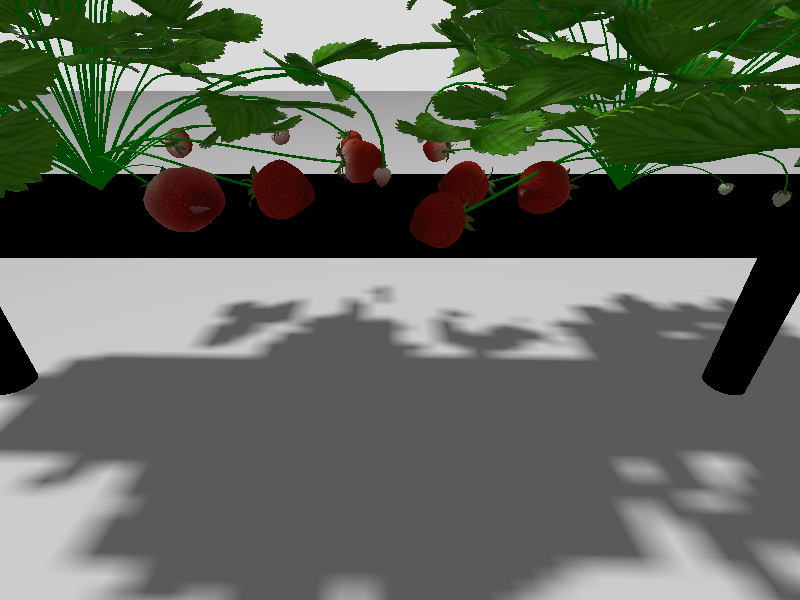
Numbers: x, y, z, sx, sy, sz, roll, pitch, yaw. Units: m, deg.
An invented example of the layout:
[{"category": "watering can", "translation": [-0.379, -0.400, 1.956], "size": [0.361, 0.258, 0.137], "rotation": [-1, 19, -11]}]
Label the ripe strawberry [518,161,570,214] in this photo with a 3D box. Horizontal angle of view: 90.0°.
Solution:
[{"category": "ripe strawberry", "translation": [0.098, -0.077, 0.280], "size": [0.037, 0.037, 0.035], "rotation": [-20, 35, -31]}]

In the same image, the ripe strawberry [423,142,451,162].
[{"category": "ripe strawberry", "translation": [0.041, -0.171, 0.452], "size": [0.031, 0.027, 0.031], "rotation": [22, 36, 35]}]

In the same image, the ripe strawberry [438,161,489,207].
[{"category": "ripe strawberry", "translation": [0.046, -0.085, 0.294], "size": [0.036, 0.031, 0.036], "rotation": [-10, 31, -17]}]

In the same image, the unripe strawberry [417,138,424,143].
[{"category": "unripe strawberry", "translation": [0.024, -0.192, 0.478], "size": [0.010, 0.010, 0.009], "rotation": [25, 38, 37]}]

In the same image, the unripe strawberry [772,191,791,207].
[{"category": "unripe strawberry", "translation": [0.284, -0.075, 0.299], "size": [0.010, 0.011, 0.011], "rotation": [15, 32, 25]}]

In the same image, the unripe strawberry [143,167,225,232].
[{"category": "unripe strawberry", "translation": [-0.126, -0.059, 0.239], "size": [0.039, 0.039, 0.043], "rotation": [23, 36, 34]}]

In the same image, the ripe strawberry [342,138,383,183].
[{"category": "ripe strawberry", "translation": [-0.033, -0.123, 0.356], "size": [0.037, 0.039, 0.034], "rotation": [-2, 29, -5]}]

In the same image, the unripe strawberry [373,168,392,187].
[{"category": "unripe strawberry", "translation": [-0.014, -0.100, 0.327], "size": [0.015, 0.015, 0.014], "rotation": [2, 29, 3]}]

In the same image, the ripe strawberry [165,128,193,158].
[{"category": "ripe strawberry", "translation": [-0.261, -0.187, 0.476], "size": [0.029, 0.033, 0.032], "rotation": [0, 29, -1]}]

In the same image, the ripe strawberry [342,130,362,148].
[{"category": "ripe strawberry", "translation": [-0.058, -0.196, 0.503], "size": [0.027, 0.029, 0.030], "rotation": [28, -2, 40]}]

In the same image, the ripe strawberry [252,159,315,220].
[{"category": "ripe strawberry", "translation": [-0.077, -0.073, 0.270], "size": [0.040, 0.039, 0.037], "rotation": [12, 31, 20]}]

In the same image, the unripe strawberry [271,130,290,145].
[{"category": "unripe strawberry", "translation": [-0.166, -0.231, 0.563], "size": [0.025, 0.028, 0.027], "rotation": [10, -9, 18]}]

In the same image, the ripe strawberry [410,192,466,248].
[{"category": "ripe strawberry", "translation": [0.019, -0.044, 0.223], "size": [0.033, 0.032, 0.030], "rotation": [-21, 36, -32]}]

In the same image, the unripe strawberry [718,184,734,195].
[{"category": "unripe strawberry", "translation": [0.276, -0.094, 0.339], "size": [0.010, 0.010, 0.009], "rotation": [3, 29, 5]}]
